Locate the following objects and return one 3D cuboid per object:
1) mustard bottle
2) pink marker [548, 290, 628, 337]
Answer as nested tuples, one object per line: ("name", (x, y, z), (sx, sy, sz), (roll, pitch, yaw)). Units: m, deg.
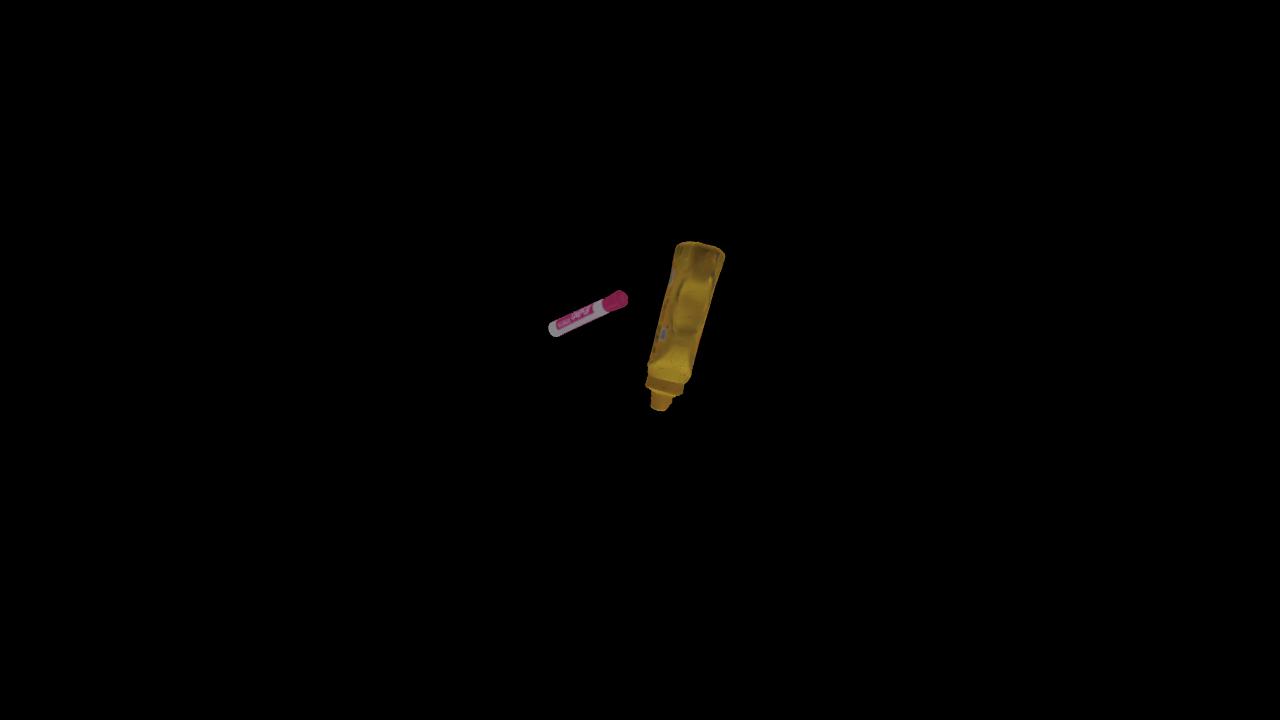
("mustard bottle", (0.043, -0.033, 0.671), (0.054, 0.184, 0.092), (14, 3, -10))
("pink marker", (-0.057, -0.050, 0.674), (0.121, 0.020, 0.020), (-19, -13, 42))
